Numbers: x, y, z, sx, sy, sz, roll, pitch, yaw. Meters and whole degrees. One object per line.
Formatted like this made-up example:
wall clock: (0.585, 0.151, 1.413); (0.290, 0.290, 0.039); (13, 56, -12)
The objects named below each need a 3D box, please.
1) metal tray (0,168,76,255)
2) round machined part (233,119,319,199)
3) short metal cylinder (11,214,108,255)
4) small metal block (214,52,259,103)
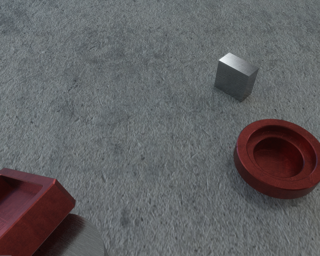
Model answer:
metal tray: (-0.147, 0.083, 0.284); (0.130, 0.030, 0.090); (-1, 39, 45)
round machined part: (0.135, 0.039, 0.361); (0.099, 0.042, 0.098); (0, 50, 0)
short metal cylinder: (-0.088, 0.125, 0.280); (0.081, 0.050, 0.080); (0, 50, 0)
small metal block: (0.110, -0.073, 0.450); (0.050, 0.050, 0.025); (36, 59, 26)
